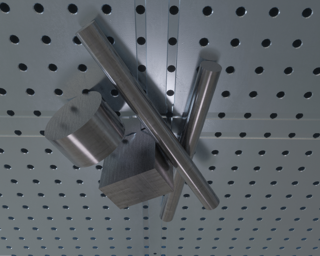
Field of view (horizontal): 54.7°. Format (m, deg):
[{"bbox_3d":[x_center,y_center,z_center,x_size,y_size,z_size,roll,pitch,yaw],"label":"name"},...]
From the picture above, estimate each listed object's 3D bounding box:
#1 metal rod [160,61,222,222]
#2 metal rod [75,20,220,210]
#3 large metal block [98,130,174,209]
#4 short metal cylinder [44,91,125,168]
[{"bbox_3d":[0.035,0.042,0.447,0.025,0.025,0.298,7,130,-6],"label":"metal rod"},{"bbox_3d":[-0.001,0.003,0.390,0.025,0.025,0.299,-25,119,19],"label":"metal rod"},{"bbox_3d":[-0.030,0.052,0.420,0.080,0.080,0.050,-22,127,17],"label":"large metal block"},{"bbox_3d":[-0.090,0.001,0.375,0.080,0.080,0.050,-22,127,17],"label":"short metal cylinder"}]
